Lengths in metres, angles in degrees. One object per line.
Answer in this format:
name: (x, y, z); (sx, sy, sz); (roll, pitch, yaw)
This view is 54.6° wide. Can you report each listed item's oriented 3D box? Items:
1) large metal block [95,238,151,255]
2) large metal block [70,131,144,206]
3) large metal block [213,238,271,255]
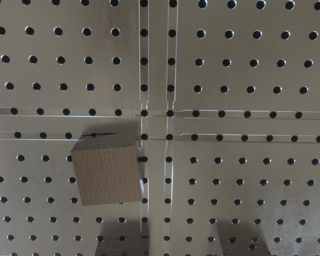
large metal block: (-0.055, 0.221, 0.481); (0.080, 0.050, 0.079); (-2, 110, 0)
large metal block: (-0.067, 0.054, 0.419); (0.080, 0.050, 0.080); (-5, 110, 2)
large metal block: (0.125, 0.227, 0.485); (0.080, 0.050, 0.079); (11, 110, -4)
